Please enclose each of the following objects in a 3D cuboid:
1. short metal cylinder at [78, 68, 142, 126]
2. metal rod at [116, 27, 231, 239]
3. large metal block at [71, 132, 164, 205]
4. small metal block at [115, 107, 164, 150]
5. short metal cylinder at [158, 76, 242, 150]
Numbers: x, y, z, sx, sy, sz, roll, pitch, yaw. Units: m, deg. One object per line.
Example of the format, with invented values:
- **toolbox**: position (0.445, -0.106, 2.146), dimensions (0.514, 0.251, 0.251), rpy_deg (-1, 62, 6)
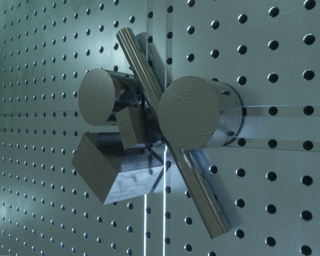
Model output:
- **short metal cylinder**: position (-0.073, -0.043, 0.449), dimensions (0.080, 0.050, 0.079), rpy_deg (0, 90, 40)
- **metal rod**: position (0.009, -0.008, 0.397), dimensions (0.025, 0.025, 0.299), rpy_deg (-38, 67, 33)
- **large metal block**: position (-0.057, 0.049, 0.414), dimensions (0.080, 0.081, 0.050), rpy_deg (42, 116, 32)
- **small metal block**: position (-0.027, 0.001, 0.410), dimensions (0.025, 0.050, 0.050), rpy_deg (-27, 73, 37)
- **short metal cylinder**: position (0.045, -0.016, 0.351), dimensions (0.080, 0.050, 0.079), rpy_deg (0, 90, 40)
